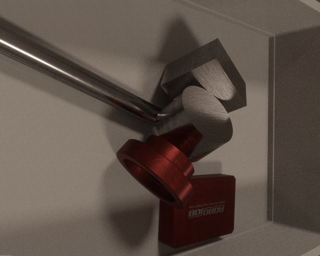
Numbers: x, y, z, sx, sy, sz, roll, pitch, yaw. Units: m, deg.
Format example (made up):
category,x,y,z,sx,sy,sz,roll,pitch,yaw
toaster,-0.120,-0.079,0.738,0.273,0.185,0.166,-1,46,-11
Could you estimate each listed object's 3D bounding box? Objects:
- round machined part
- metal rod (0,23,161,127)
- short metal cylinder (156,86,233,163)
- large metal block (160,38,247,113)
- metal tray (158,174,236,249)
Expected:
category,x,y,z,sx,sy,sz,roll,pitch,yaw
round machined part,0.001,0.046,0.359,0.042,0.098,0.098,-49,120,-20
metal rod,-0.045,-0.034,0.370,0.301,0.025,0.025,26,74,-37
short metal cylinder,0.042,-0.005,0.379,0.080,0.050,0.080,25,45,-27
large metal block,0.060,-0.058,0.414,0.080,0.080,0.050,49,35,-29
metal tray,0.059,0.116,0.455,0.131,0.030,0.089,4,88,-40
